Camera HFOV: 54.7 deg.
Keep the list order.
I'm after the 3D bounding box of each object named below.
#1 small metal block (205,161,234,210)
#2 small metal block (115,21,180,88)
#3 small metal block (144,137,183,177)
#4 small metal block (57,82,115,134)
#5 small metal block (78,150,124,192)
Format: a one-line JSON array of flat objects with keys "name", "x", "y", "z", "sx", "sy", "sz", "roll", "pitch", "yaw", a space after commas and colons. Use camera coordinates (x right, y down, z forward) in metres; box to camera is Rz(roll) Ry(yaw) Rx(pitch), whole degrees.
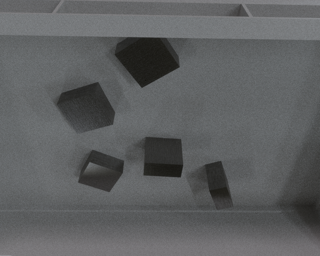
[{"name": "small metal block", "x": 0.089, "y": 0.087, "z": 0.468, "sx": 0.025, "sy": 0.050, "sz": 0.050, "roll": -15, "pitch": 129, "yaw": 12}, {"name": "small metal block", "x": -0.013, "y": -0.080, "z": 0.341, "sx": 0.050, "sy": 0.025, "sz": 0.050, "roll": -26, "pitch": 126, "yaw": 20}, {"name": "small metal block", "x": 0.004, "y": 0.040, "z": 0.427, "sx": 0.050, "sy": 0.050, "sz": 0.025, "roll": 4, "pitch": 130, "yaw": -4}, {"name": "small metal block", "x": -0.091, "y": -0.024, "z": 0.387, "sx": 0.050, "sy": 0.025, "sz": 0.050, "roll": -15, "pitch": 129, "yaw": 11}, {"name": "small metal block", "x": -0.088, "y": 0.065, "z": 0.463, "sx": 0.050, "sy": 0.025, "sz": 0.050, "roll": 22, "pitch": 127, "yaw": -18}]
